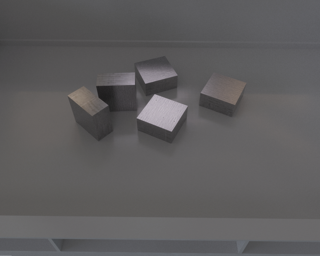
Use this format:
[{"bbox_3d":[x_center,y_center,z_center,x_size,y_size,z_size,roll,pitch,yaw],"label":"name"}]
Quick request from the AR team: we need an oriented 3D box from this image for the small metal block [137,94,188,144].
[{"bbox_3d":[0.004,-0.013,0.416,0.050,0.025,0.050,21,53,17],"label":"small metal block"}]

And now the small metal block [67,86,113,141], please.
[{"bbox_3d":[-0.090,-0.018,0.404,0.050,0.050,0.025,37,59,26],"label":"small metal block"}]

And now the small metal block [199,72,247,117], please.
[{"bbox_3d":[0.090,-0.049,0.446,0.050,0.025,0.050,22,53,17],"label":"small metal block"}]

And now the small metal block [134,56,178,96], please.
[{"bbox_3d":[-0.006,-0.080,0.472,0.050,0.025,0.050,-17,52,-14],"label":"small metal block"}]

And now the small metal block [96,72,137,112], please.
[{"bbox_3d":[-0.058,-0.049,0.429,0.050,0.050,0.025,-2,50,-2],"label":"small metal block"}]
